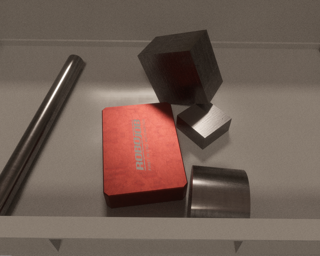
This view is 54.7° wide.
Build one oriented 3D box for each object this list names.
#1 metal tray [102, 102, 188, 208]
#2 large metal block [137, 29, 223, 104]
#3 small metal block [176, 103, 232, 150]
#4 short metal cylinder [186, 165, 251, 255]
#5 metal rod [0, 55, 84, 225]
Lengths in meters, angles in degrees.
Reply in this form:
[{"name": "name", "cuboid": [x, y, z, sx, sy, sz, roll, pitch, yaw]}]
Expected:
[{"name": "metal tray", "cuboid": [-0.023, 0.027, 0.379, 0.091, 0.030, 0.130, -6, 50, -5]}, {"name": "large metal block", "cuboid": [0.029, -0.080, 0.420, 0.080, 0.080, 0.050, 4, 45, 37]}, {"name": "small metal block", "cuboid": [0.058, -0.007, 0.412, 0.050, 0.025, 0.050, -33, 58, -25]}, {"name": "short metal cylinder", "cuboid": [0.054, 0.079, 0.304, 0.050, 0.080, 0.080, 5, 50, 4]}, {"name": "metal rod", "cuboid": [-0.159, 0.006, 0.397, 0.025, 0.025, 0.300, 8, 50, 6]}]
